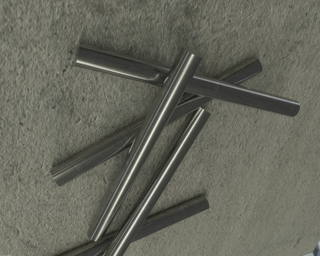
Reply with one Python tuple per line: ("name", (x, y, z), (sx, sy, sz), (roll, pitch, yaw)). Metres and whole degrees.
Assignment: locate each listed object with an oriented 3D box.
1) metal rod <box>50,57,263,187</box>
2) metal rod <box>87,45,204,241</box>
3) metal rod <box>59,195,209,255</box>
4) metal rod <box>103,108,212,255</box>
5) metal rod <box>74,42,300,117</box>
("metal rod", (0.003, -0.013, 0.399), (0.301, 0.025, 0.025), (-30, 129, -10))
("metal rod", (-0.030, 0.038, 0.384), (0.025, 0.025, 0.298), (10, 123, -33))
("metal rod", (-0.059, 0.171, 0.479), (0.302, 0.025, 0.025), (-18, 126, -18))
("metal rod", (-0.017, 0.102, 0.440), (0.025, 0.025, 0.299), (27, 98, -37))
("metal rod", (0.051, -0.051, 0.376), (0.302, 0.025, 0.025), (10, 114, -24))
